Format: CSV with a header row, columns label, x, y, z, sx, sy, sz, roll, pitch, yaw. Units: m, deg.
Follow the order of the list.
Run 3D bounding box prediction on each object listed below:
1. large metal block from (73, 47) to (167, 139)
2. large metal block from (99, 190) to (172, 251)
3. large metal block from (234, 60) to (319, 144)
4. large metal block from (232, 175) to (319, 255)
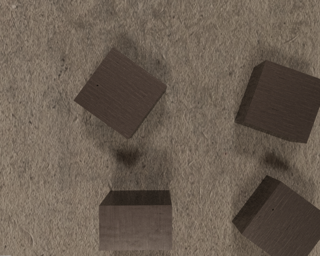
label,x,y,z,sx,sy,sz,roll,pitch,yaw
large metal block,-0.048,-0.042,0.397,0.080,0.050,0.080,36,90,-1
large metal block,-0.027,0.110,0.382,0.081,0.080,0.050,0,90,-1
large metal block,0.153,-0.032,0.400,0.080,0.050,0.080,20,90,-1
large metal block,0.155,0.120,0.400,0.080,0.050,0.080,37,90,-1
